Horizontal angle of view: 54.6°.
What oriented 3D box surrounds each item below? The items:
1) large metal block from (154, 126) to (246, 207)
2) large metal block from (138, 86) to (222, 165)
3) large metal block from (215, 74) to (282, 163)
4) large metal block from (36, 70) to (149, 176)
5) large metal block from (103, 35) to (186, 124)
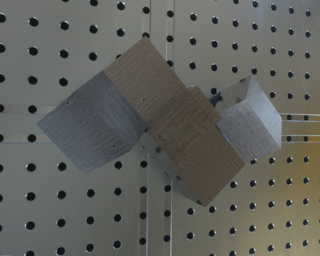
[{"bbox_3d":[0.053,0.045,0.418,0.080,0.050,0.080,-43,102,-15],"label":"large metal block"},{"bbox_3d":[0.016,-0.004,0.389,0.080,0.080,0.050,-44,105,-15],"label":"large metal block"},{"bbox_3d":[0.121,-0.014,0.421,0.080,0.050,0.080,51,35,-14],"label":"large metal block"},{"bbox_3d":[-0.075,-0.004,0.348,0.080,0.080,0.050,51,36,-13],"label":"large metal block"},{"bbox_3d":[-0.029,-0.054,0.388,0.080,0.050,0.080,-43,104,-14],"label":"large metal block"}]
